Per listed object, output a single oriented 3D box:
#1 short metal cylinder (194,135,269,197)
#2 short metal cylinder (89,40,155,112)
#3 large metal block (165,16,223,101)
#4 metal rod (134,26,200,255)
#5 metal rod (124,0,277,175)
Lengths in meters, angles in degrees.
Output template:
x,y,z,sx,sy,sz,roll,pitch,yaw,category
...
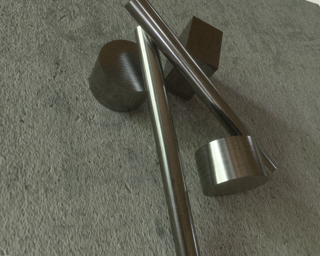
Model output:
x,y,z,sx,sy,sz,roll,pitch,yaw,category
0.088,0.049,0.385,0.081,0.080,0.050,3,60,-27,short metal cylinder
-0.047,-0.067,0.404,0.081,0.050,0.080,14,56,-21,short metal cylinder
0.045,-0.100,0.454,0.050,0.080,0.080,24,53,-14,large metal block
0.008,0.022,0.352,0.025,0.025,0.299,-4,77,-30,metal rod
0.065,-0.041,0.398,0.300,0.025,0.025,47,48,-23,metal rod
